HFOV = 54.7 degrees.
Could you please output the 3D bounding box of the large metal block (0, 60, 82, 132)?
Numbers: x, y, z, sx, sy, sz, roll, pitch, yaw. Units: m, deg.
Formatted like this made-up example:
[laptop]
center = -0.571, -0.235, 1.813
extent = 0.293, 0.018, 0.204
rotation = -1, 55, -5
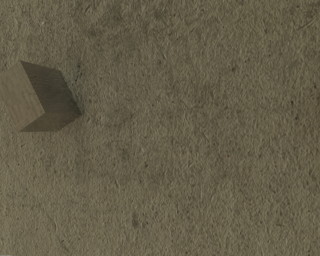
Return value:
[large metal block]
center = -0.169, -0.041, 0.440
extent = 0.050, 0.080, 0.080
rotation = -32, 80, 17
